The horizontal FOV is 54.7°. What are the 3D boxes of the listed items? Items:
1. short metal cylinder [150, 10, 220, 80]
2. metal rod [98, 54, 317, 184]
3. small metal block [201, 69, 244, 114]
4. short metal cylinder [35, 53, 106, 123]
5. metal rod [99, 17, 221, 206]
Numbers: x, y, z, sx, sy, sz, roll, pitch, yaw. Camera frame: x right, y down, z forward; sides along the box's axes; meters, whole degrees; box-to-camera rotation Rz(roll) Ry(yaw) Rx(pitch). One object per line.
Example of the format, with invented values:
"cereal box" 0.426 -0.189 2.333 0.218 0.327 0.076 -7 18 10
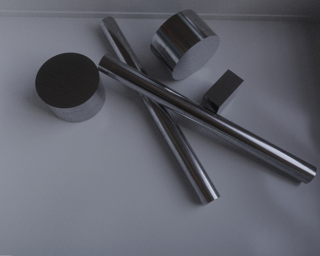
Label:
"short metal cylinder" 0.034 -0.112 0.422 0.080 0.080 0.050 -34 74 -12
"metal rod" 0.058 -0.013 0.396 0.301 0.025 0.025 29 72 2
"small metal block" 0.081 -0.042 0.413 0.025 0.050 0.050 40 75 13
"short metal cylinder" -0.117 -0.053 0.414 0.081 0.050 0.080 0 70 0
"metal rod" -0.008 -0.034 0.422 0.025 0.025 0.299 -27 73 -10
